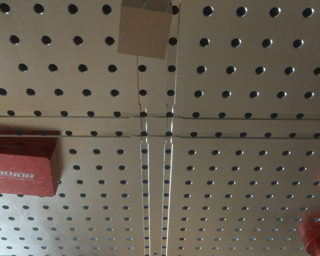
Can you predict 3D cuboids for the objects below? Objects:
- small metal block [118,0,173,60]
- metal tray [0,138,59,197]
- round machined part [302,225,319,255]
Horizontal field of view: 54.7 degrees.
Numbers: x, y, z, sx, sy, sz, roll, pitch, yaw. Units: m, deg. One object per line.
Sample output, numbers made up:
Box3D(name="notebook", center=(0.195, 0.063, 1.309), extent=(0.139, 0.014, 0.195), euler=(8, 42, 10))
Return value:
Box3D(name="small metal block", center=(-0.016, -0.103, 0.323), extent=(0.050, 0.025, 0.050), euler=(7, 130, -6))
Box3D(name="metal tray", center=(-0.221, 0.058, 0.456), extent=(0.131, 0.030, 0.089), euler=(6, 130, -5))
Box3D(name="round machined part", center=(0.332, 0.227, 0.596), extent=(0.099, 0.042, 0.097), euler=(0, 130, 0))
